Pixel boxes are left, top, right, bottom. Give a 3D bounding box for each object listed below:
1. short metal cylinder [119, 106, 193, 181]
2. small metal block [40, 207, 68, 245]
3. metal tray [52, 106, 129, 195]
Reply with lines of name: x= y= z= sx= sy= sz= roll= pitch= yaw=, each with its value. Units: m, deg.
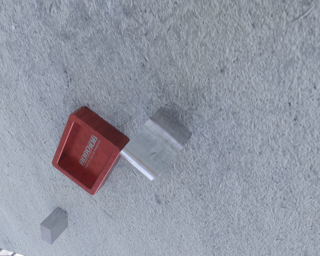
short metal cylinder: x=-0.005 y=0.019 z=0.386 sx=0.050 sy=0.080 sz=0.080 roll=42 pitch=129 yaw=0
small metal block: x=-0.213 y=0.197 z=0.625 sx=0.025 sy=0.050 sz=0.050 roll=23 pitch=127 yaw=14
metal tray: x=-0.112 y=0.039 z=0.486 sx=0.090 sy=0.030 sz=0.129 roll=37 pitch=129 yaw=3
